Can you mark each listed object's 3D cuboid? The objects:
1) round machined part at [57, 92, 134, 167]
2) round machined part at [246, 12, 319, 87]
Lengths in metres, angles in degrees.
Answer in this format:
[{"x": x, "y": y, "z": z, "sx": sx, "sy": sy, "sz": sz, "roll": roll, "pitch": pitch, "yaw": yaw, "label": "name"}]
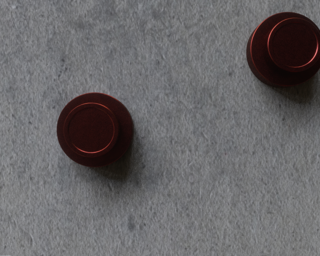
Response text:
[{"x": -0.085, "y": 0.003, "z": 0.400, "sx": 0.099, "sy": 0.042, "sz": 0.097, "roll": 0, "pitch": 90, "yaw": -1, "label": "round machined part"}, {"x": 0.167, "y": -0.103, "z": 0.404, "sx": 0.099, "sy": 0.042, "sz": 0.097, "roll": 0, "pitch": 90, "yaw": -1, "label": "round machined part"}]
